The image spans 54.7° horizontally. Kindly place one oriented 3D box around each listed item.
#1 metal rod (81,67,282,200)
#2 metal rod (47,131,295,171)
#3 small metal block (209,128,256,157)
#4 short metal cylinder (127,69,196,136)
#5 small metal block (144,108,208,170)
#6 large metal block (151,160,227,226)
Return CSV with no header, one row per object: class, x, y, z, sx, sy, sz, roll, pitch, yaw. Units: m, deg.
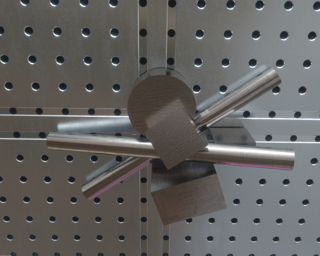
metal rod,0.020,0.013,0.415,0.300,0.025,0.025,-32,107,11
metal rod,0.003,0.026,0.382,0.301,0.025,0.025,4,111,12
small metal block,0.092,0.020,0.405,0.050,0.050,0.025,1,110,1
short metal cylinder,0.002,-0.031,0.385,0.081,0.050,0.079,0,109,0
small metal block,0.019,0.012,0.352,0.050,0.025,0.050,-34,84,11
large metal block,0.035,0.072,0.406,0.080,0.080,0.050,-17,109,6
